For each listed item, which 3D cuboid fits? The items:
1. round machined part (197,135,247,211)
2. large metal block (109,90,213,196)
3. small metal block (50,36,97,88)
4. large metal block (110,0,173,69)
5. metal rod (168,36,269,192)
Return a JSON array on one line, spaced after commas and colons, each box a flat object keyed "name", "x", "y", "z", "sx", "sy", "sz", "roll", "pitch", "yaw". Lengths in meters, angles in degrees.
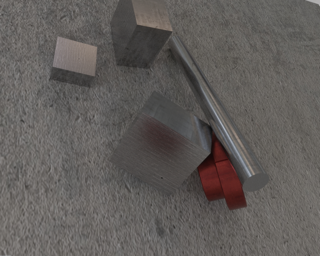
[{"name": "round machined part", "x": 0.071, "y": 0.052, "z": 0.377, "sx": 0.042, "sy": 0.098, "sz": 0.098, "roll": -16, "pitch": 63, "yaw": 11}, {"name": "large metal block", "x": 0.002, "y": 0.018, "z": 0.351, "sx": 0.080, "sy": 0.080, "sz": 0.050, "roll": 32, "pitch": 33, "yaw": -8}, {"name": "small metal block", "x": -0.110, "y": -0.084, "z": 0.396, "sx": 0.050, "sy": 0.025, "sz": 0.050, "roll": 11, "pitch": 57, "yaw": -23}, {"name": "large metal block", "x": -0.030, "y": -0.143, "z": 0.439, "sx": 0.050, "sy": 0.080, "sz": 0.080, "roll": 2, "pitch": 61, "yaw": -28}, {"name": "metal rod", "x": 0.056, "y": -0.045, "z": 0.391, "sx": 0.025, "sy": 0.025, "sz": 0.300, "roll": 11, "pitch": 35, "yaw": -23}]
